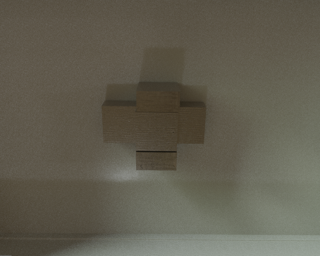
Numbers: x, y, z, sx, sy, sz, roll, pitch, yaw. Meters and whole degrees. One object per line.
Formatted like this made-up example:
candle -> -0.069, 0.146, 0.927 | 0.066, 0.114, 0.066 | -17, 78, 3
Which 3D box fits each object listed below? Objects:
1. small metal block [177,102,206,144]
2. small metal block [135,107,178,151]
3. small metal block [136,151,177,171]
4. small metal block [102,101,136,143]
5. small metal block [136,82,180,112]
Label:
small metal block -> 0.032, -0.007, 0.407 | 0.050, 0.025, 0.050 | 1, 110, -1
small metal block -> -0.004, 0.001, 0.382 | 0.050, 0.025, 0.050 | 1, 110, -1
small metal block -> -0.005, 0.033, 0.406 | 0.050, 0.050, 0.025 | 1, 110, -1
small metal block -> -0.048, -0.008, 0.405 | 0.050, 0.025, 0.050 | 1, 110, -1
small metal block -> -0.002, -0.039, 0.381 | 0.050, 0.050, 0.025 | 1, 110, -1
